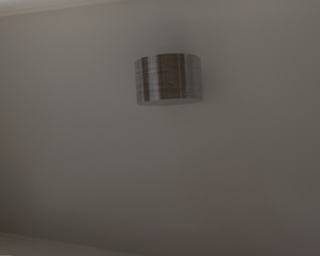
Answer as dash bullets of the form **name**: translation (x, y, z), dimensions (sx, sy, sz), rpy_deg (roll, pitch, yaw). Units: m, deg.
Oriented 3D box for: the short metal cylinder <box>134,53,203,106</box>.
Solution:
- **short metal cylinder**: translation (0.011, -0.056, 0.377), dimensions (0.080, 0.080, 0.050), rpy_deg (-4, 89, 19)
